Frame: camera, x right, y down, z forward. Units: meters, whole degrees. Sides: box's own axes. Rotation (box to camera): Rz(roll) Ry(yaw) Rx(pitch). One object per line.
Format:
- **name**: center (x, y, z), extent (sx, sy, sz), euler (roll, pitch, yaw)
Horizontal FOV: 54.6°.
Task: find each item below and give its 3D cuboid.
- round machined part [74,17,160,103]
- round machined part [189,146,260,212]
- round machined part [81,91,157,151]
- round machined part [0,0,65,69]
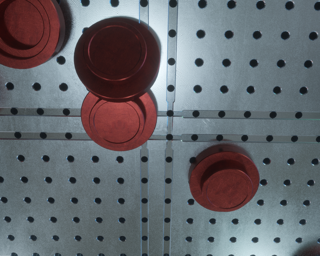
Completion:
- **round machined part**: center (-0.049, -0.081, 0.353), extent (0.099, 0.042, 0.098), euler (0, 82, -2)
- **round machined part**: center (0.091, 0.077, 0.433), extent (0.099, 0.042, 0.097), euler (0, 110, 0)
- **round machined part**: center (-0.053, -0.014, 0.399), extent (0.099, 0.042, 0.097), euler (0, 110, 0)
- **round machined part**: center (-0.159, -0.120, 0.359), extent (0.099, 0.042, 0.097), euler (0, 110, 0)
